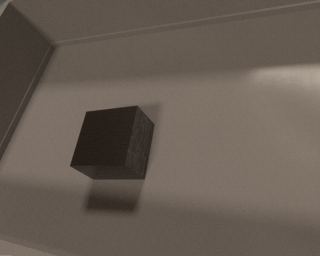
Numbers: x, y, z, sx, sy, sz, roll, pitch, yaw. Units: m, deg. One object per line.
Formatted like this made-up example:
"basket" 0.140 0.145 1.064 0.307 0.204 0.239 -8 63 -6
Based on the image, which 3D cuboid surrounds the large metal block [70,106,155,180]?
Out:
"large metal block" -0.060 0.021 0.406 0.080 0.050 0.080 -5 60 25
